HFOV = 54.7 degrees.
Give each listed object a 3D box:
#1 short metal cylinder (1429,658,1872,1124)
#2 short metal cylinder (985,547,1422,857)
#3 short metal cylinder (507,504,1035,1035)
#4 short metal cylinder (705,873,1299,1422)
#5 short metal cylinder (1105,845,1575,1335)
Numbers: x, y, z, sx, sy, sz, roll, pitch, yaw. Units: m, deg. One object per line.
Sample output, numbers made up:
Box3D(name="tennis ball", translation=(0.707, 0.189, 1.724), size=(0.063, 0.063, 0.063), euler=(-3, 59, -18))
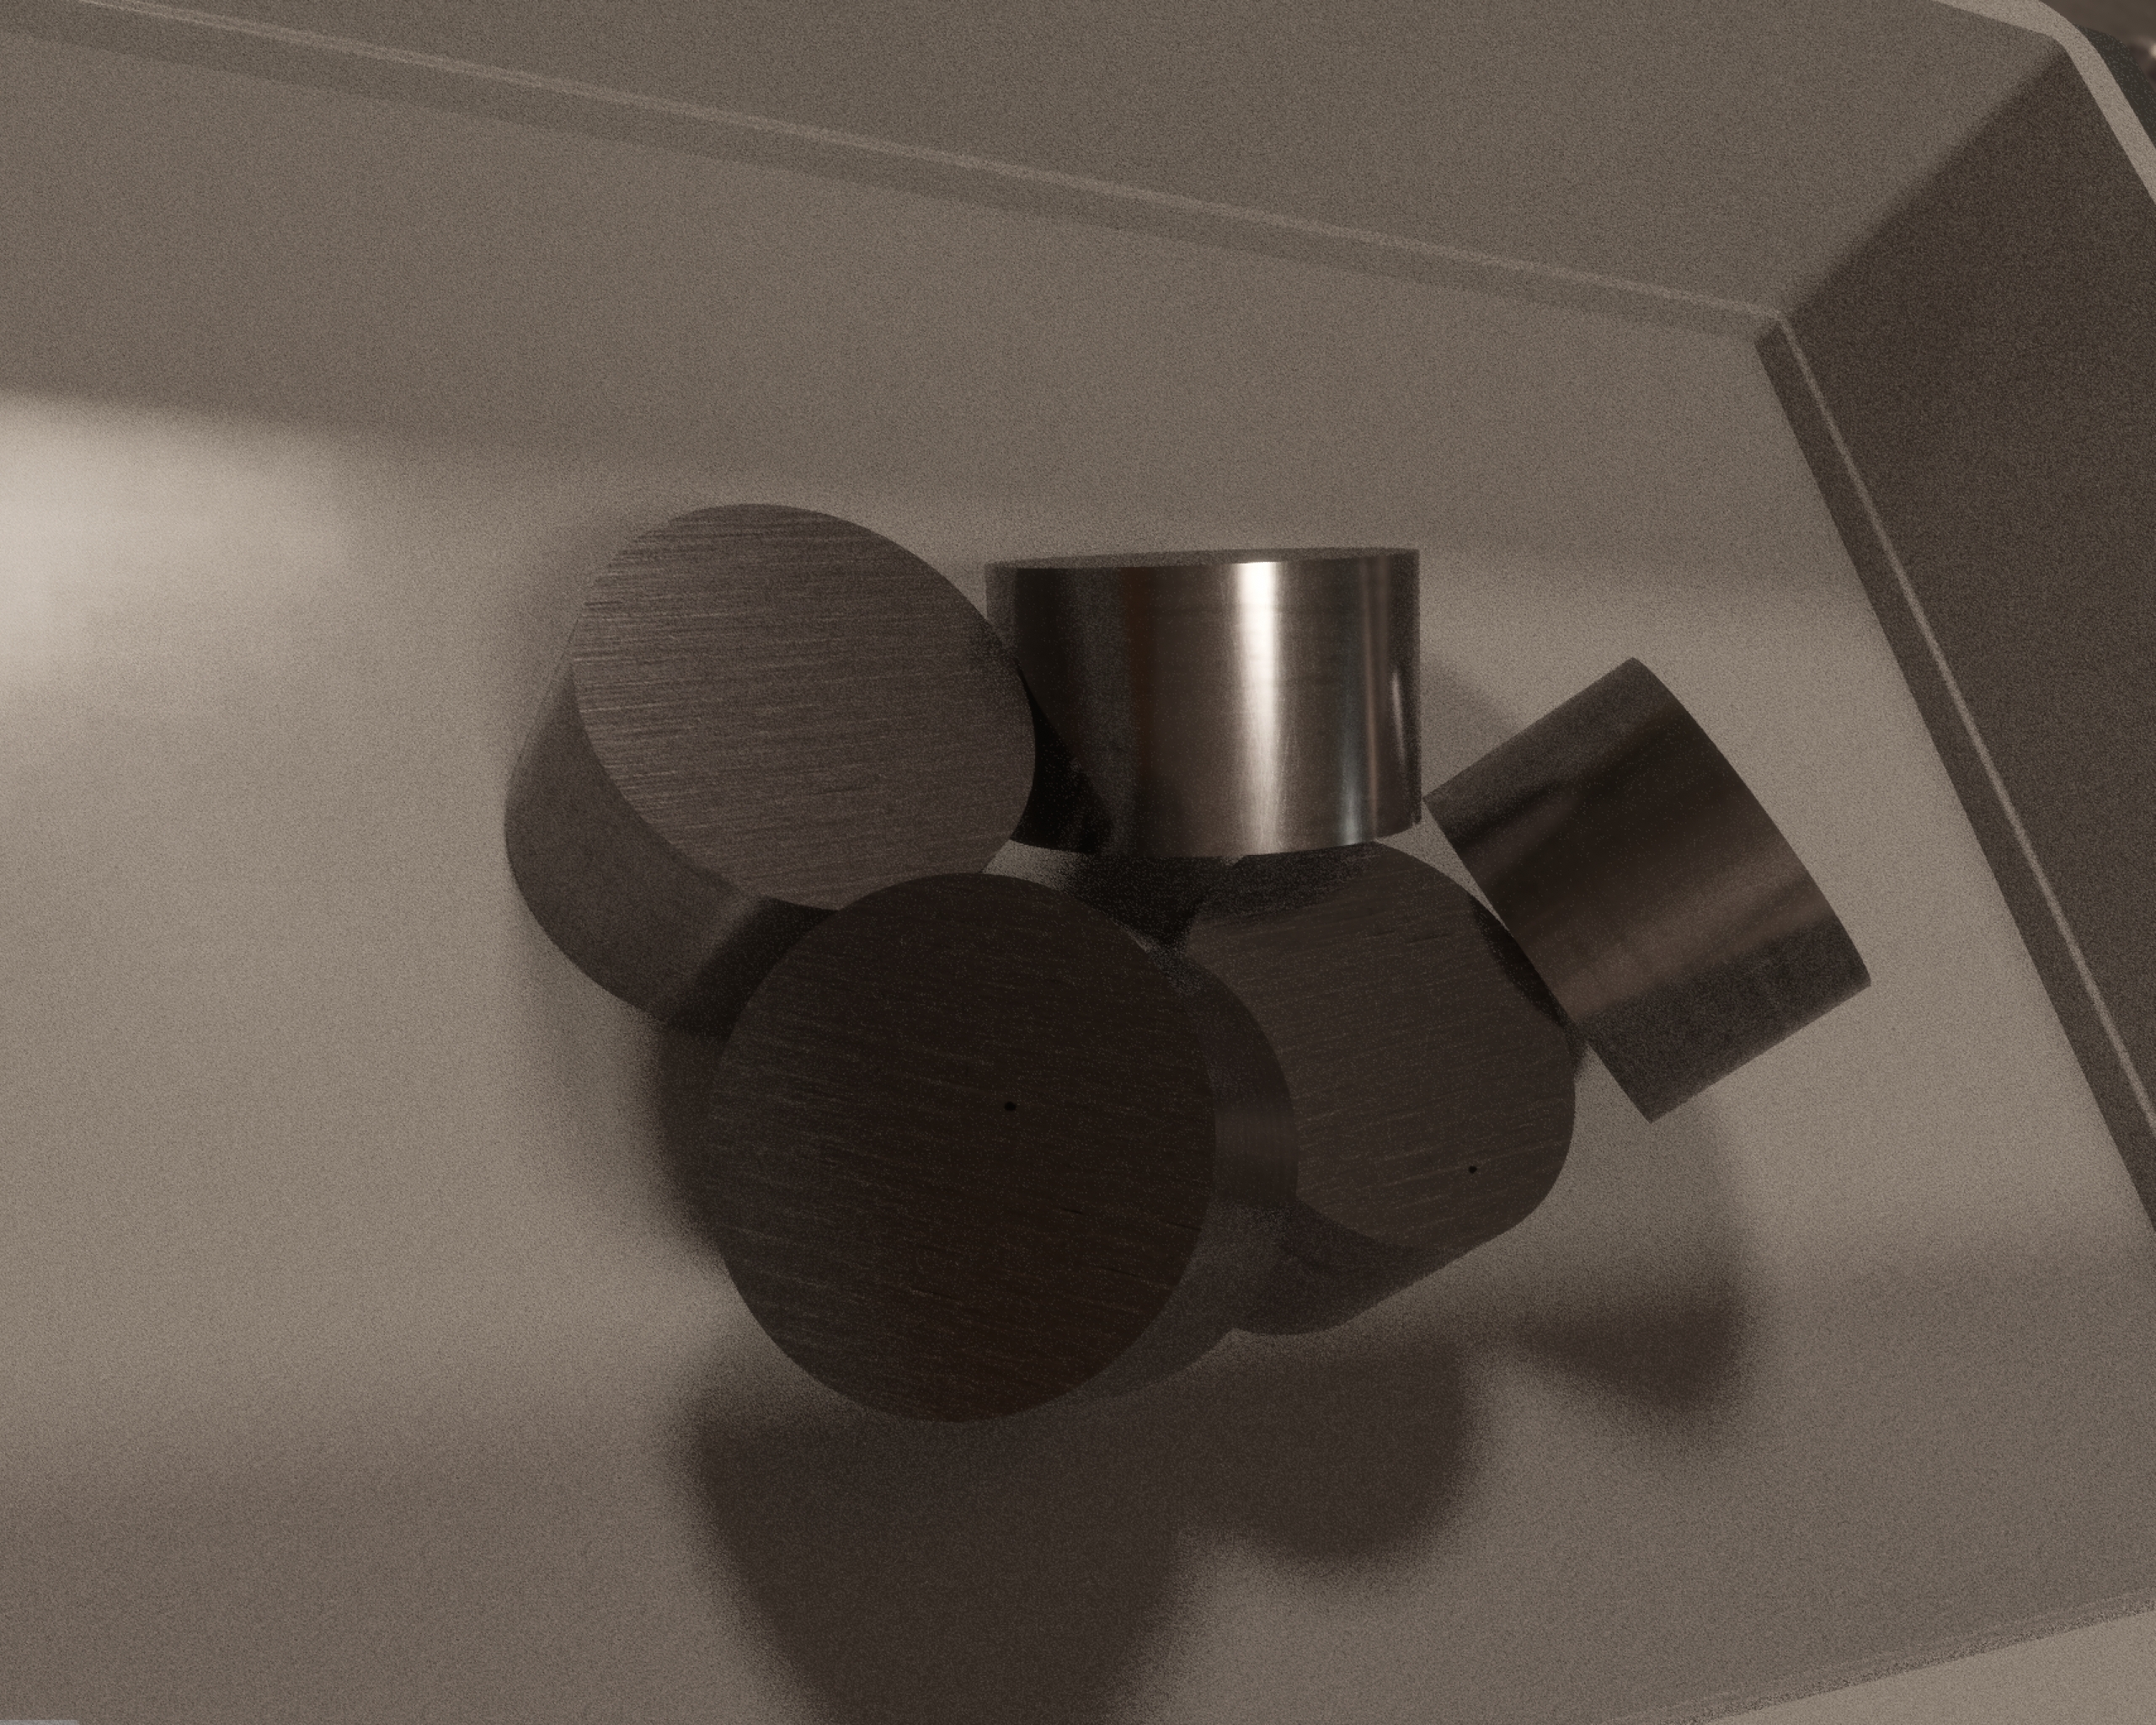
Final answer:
Box3D(name="short metal cylinder", translation=(0.114, 0.006, 0.421), size=(0.080, 0.050, 0.080), euler=(53, 10, -13))
Box3D(name="short metal cylinder", translation=(0.024, -0.033, 0.393), size=(0.081, 0.080, 0.050), euler=(-8, 102, -32))
Box3D(name="short metal cylinder", translation=(-0.055, -0.016, 0.368), size=(0.081, 0.050, 0.080), euler=(14, 56, -21))
Box3D(name="short metal cylinder", translation=(-0.010, 0.045, 0.328), size=(0.080, 0.080, 0.050), euler=(66, 12, 18))
Box3D(name="short metal cylinder", translation=(0.044, 0.042, 0.388), size=(0.081, 0.050, 0.080), euler=(14, 56, -21))
